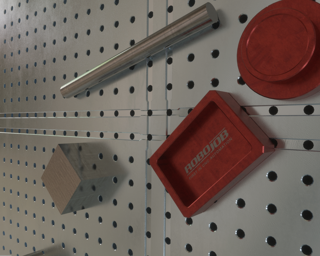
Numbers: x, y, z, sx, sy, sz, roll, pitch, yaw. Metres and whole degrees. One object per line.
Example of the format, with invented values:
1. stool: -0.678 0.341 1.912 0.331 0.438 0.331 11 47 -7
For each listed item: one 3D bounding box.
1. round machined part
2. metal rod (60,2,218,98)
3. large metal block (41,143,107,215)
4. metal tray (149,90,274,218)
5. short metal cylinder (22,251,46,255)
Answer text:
1. round machined part: 0.119 -0.076 0.300 0.098 0.042 0.097 0 90 40
2. metal rod: -0.052 -0.099 0.452 0.299 0.025 0.025 -17 79 38
3. large metal block: -0.144 0.081 0.512 0.080 0.050 0.080 49 119 29
4. metal tray: 0.053 0.032 0.361 0.129 0.030 0.090 -50 61 28
5. short metal cylinder: -0.256 0.289 0.605 0.080 0.050 0.079 0 90 40
